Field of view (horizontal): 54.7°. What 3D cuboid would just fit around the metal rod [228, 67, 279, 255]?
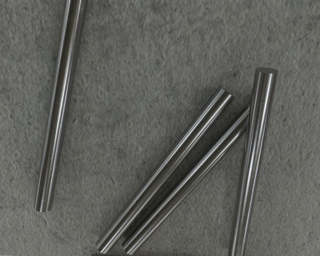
[{"bbox_3d":[0.120,0.067,0.418,0.025,0.025,0.298,0,117,-1],"label":"metal rod"}]

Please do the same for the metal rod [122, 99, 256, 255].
[{"bbox_3d":[0.043,0.073,0.437,0.025,0.025,0.299,36,106,-13],"label":"metal rod"}]

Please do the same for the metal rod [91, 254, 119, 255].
[{"bbox_3d":[0.041,0.226,0.493,0.302,0.025,0.025,6,110,-3],"label":"metal rod"}]

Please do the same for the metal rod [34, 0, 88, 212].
[{"bbox_3d":[-0.131,-0.021,0.400,0.025,0.025,0.298,14,109,-6],"label":"metal rod"}]

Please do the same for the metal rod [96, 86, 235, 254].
[{"bbox_3d":[-0.001,0.068,0.434,0.025,0.025,0.299,34,106,-12],"label":"metal rod"}]
